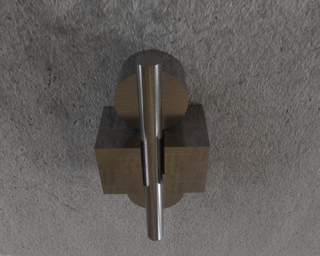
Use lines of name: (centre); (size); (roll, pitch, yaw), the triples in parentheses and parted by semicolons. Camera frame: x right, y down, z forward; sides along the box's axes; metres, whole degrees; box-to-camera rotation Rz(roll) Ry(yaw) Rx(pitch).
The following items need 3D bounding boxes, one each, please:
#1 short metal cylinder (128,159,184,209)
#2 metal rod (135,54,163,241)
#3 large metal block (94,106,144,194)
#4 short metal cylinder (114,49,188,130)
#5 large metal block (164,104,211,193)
short metal cylinder: (-0.006, 0.075, 0.457); (0.081, 0.050, 0.079); (0, 130, 0)
metal rod: (-0.009, 0.050, 0.385); (0.025, 0.025, 0.298); (-1, 130, 0)
large metal block: (-0.046, 0.027, 0.395); (0.050, 0.080, 0.079); (-1, 130, 0)
short metal cylinder: (-0.009, -0.043, 0.356); (0.081, 0.050, 0.079); (0, 130, 0)
large metal block: (0.031, 0.025, 0.394); (0.050, 0.080, 0.079); (-1, 130, 0)
